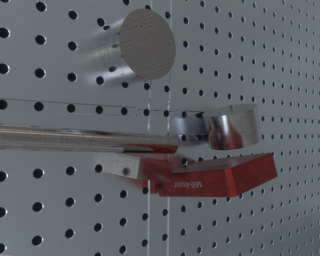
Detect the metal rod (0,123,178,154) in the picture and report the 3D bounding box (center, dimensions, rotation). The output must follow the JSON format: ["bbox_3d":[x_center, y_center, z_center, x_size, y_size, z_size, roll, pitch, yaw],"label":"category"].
[{"bbox_3d":[-0.099,0.012,0.326,0.302,0.025,0.025,5,87,-40],"label":"metal rod"}]

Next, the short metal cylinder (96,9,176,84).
[{"bbox_3d":[-0.028,-0.095,0.370,0.081,0.050,0.079,0,90,-40],"label":"short metal cylinder"}]

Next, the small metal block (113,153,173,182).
[{"bbox_3d":[-0.021,0.048,0.376,0.050,0.050,0.025,14,82,-39],"label":"small metal block"}]

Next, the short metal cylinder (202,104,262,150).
[{"bbox_3d":[0.108,-0.003,0.464,0.081,0.080,0.050,-20,103,-38],"label":"short metal cylinder"}]

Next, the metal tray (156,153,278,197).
[{"bbox_3d":[0.067,0.061,0.396,0.091,0.130,0.030,-11,87,-40],"label":"metal tray"}]
